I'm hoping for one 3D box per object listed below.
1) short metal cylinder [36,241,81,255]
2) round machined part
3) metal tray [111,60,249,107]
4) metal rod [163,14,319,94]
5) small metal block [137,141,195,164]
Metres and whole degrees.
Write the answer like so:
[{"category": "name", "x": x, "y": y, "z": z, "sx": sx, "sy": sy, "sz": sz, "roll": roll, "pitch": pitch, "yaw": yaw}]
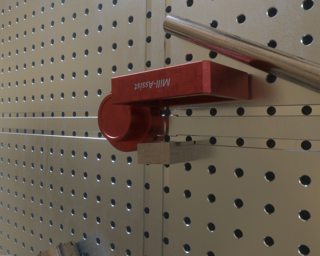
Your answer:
[{"category": "short metal cylinder", "x": -0.170, "y": 0.229, "z": 0.511, "sx": 0.080, "sy": 0.081, "sz": 0.050, "roll": -42, "pitch": 65, "yaw": 32}, {"category": "round machined part", "x": -0.050, "y": -0.015, "z": 0.438, "sx": 0.098, "sy": 0.042, "sz": 0.097, "roll": 0, "pitch": 90, "yaw": 39}, {"category": "metal tray", "x": 0.020, "y": -0.044, "z": 0.348, "sx": 0.130, "sy": 0.091, "sz": 0.030, "roll": -2, "pitch": 89, "yaw": 39}, {"category": "metal rod", "x": 0.117, "y": -0.066, "z": 0.312, "sx": 0.300, "sy": 0.025, "sz": 0.025, "roll": 33, "pitch": 110, "yaw": 34}, {"category": "small metal block", "x": 0.008, "y": 0.030, "z": 0.385, "sx": 0.050, "sy": 0.050, "sz": 0.025, "roll": -5, "pitch": 87, "yaw": 39}]
